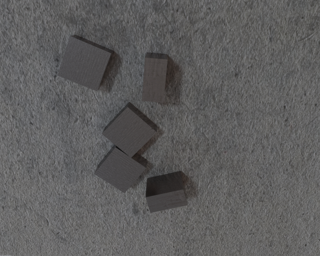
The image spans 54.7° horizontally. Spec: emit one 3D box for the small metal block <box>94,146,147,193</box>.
[{"bbox_3d":[-0.054,0.054,0.429,0.050,0.025,0.050,36,106,-13],"label":"small metal block"}]

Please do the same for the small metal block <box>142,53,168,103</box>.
[{"bbox_3d":[-0.006,-0.062,0.373,0.025,0.050,0.050,5,110,-2],"label":"small metal block"}]

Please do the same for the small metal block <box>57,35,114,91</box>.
[{"bbox_3d":[-0.090,-0.080,0.379,0.050,0.025,0.050,22,109,-8],"label":"small metal block"}]

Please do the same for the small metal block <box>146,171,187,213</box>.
[{"bbox_3d":[0.009,0.087,0.429,0.050,0.050,0.025,-13,110,4],"label":"small metal block"}]

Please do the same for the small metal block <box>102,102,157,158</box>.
[{"bbox_3d":[-0.039,0.002,0.410,0.050,0.025,0.050,41,105,-14],"label":"small metal block"}]
